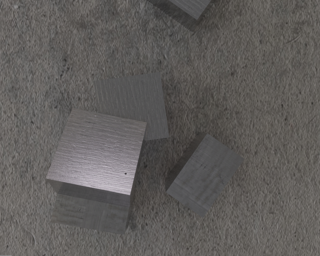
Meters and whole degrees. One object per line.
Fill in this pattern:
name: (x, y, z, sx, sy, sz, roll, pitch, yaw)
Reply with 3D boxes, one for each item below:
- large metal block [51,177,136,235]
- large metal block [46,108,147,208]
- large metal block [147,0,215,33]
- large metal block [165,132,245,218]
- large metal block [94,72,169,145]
large metal block: (-0.075, 0.091, 0.378, 0.080, 0.080, 0.050, 10, 80, 0)
large metal block: (-0.062, 0.032, 0.331, 0.080, 0.050, 0.080, 11, 61, 0)
large metal block: (0.035, -0.186, 0.397, 0.080, 0.050, 0.080, 35, 90, 0)
large metal block: (0.050, 0.052, 0.383, 0.050, 0.080, 0.080, 35, 90, 0)
large metal block: (-0.034, -0.023, 0.397, 0.080, 0.050, 0.080, -8, 90, 0)
